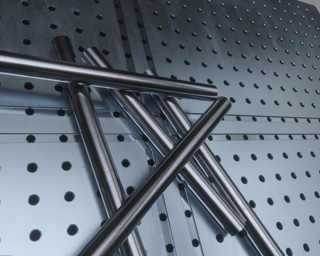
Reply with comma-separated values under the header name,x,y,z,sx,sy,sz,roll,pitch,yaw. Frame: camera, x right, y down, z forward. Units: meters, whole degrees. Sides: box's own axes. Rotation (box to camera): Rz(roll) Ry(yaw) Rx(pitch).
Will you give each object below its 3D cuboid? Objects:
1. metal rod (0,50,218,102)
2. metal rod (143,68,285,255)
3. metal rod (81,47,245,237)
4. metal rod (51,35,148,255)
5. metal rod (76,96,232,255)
name,x,y,z,sx,sy,sz,roll,pitch,yaw
metal rod,-0.059,-0.061,0.383,0.302,0.025,0.025,5,60,-26
metal rod,0.063,0.044,0.417,0.025,0.025,0.299,-25,76,-37
metal rod,0.000,0.012,0.401,0.025,0.025,0.300,-35,81,-39
metal rod,-0.075,0.016,0.358,0.025,0.025,0.299,-10,67,-33
metal rod,0.009,0.047,0.353,0.025,0.025,0.302,44,51,2
